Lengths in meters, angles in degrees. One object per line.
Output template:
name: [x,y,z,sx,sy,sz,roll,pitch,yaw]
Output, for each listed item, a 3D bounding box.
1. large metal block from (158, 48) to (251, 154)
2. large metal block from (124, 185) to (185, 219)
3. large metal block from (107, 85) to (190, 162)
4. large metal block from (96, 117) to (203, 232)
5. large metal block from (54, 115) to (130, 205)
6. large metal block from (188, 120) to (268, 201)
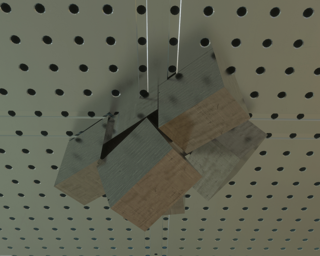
large metal block: [0.045,-0.031,0.349,0.080,0.080,0.050,-32,124,24]
large metal block: [-0.007,0.087,0.440,0.080,0.080,0.050,-7,93,6]
large metal block: [-0.009,0.006,0.401,0.080,0.050,0.080,-32,123,24]
large metal block: [-0.015,0.046,0.332,0.080,0.080,0.050,-44,121,1]
large metal block: [-0.084,0.042,0.409,0.080,0.080,0.050,-31,124,23]
large metal block: [0.080,0.034,0.396,0.050,0.081,0.080,42,130,19]
